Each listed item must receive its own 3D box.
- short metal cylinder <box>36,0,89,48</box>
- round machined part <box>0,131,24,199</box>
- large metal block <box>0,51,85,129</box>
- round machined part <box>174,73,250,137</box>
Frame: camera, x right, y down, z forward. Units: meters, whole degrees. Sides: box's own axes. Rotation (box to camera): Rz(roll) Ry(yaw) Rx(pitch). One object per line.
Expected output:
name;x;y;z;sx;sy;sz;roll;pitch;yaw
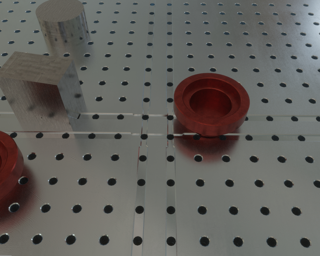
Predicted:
short metal cylinder;-0.171;-0.186;0.547;0.081;0.050;0.080;0;50;0
round machined part;-0.206;0.051;0.352;0.099;0.042;0.098;0;50;0
large metal block;-0.154;-0.049;0.412;0.080;0.080;0.050;9;51;7
round machined part;0.068;-0.027;0.420;0.099;0.042;0.098;0;50;0
